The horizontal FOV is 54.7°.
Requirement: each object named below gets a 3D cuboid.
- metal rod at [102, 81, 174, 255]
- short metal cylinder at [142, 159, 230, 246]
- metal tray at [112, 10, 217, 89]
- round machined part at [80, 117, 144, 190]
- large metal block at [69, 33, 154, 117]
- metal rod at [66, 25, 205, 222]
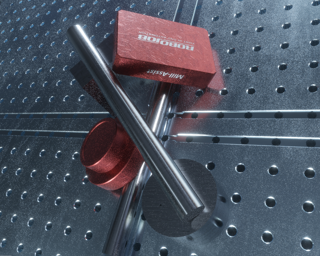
[{"bbox_3d":[-0.014,0.012,0.407,0.025,0.025,0.300,3,63,29],"label":"metal rod"},{"bbox_3d":[0.028,0.079,0.329,0.080,0.050,0.080,-13,56,20],"label":"short metal cylinder"},{"bbox_3d":[0.005,-0.105,0.415,0.131,0.030,0.090,7,55,-16],"label":"metal tray"},{"bbox_3d":[-0.063,0.026,0.393,0.098,0.042,0.098,-27,45,31],"label":"round machined part"},{"bbox_3d":[-0.069,-0.075,0.454,0.080,0.080,0.050,-41,51,0],"label":"large metal block"},{"bbox_3d":[-0.044,-0.027,0.356,0.025,0.025,0.300,-37,59,3],"label":"metal rod"}]
